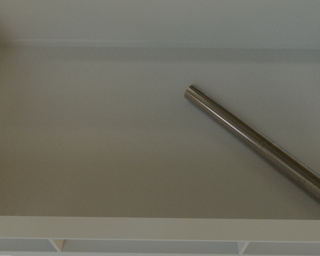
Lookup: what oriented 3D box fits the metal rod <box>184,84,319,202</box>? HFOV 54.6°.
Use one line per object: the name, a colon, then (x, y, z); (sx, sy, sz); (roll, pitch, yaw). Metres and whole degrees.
metal rod: (0.142, 0.034, 0.376); (0.025, 0.025, 0.300); (-33, 58, -25)
